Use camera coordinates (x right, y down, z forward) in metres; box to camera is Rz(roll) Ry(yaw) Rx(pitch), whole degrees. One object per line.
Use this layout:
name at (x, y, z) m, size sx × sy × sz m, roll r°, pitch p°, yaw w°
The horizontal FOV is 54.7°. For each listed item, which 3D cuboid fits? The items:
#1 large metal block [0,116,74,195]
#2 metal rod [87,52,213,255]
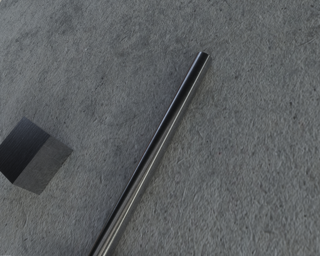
large metal block at (-0.192, 0.040, 0.462) m, size 0.080 × 0.050 × 0.080 m, roll 27°, pitch 76°, yaw 36°
metal rod at (-0.006, 0.029, 0.387) m, size 0.025 × 0.025 × 0.300 m, roll 17°, pitch 70°, yaw 34°
